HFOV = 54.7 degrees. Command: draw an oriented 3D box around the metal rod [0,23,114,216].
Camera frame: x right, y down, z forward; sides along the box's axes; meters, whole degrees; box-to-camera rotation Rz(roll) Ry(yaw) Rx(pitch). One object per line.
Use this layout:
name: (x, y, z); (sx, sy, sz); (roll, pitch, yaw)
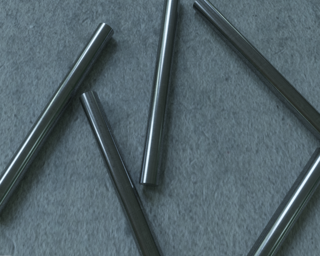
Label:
metal rod: (-0.143, -0.020, 0.413); (0.025, 0.025, 0.300); (24, 71, 8)

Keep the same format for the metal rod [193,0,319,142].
metal rod: (0.150, -0.081, 0.439); (0.025, 0.025, 0.300); (-35, 74, -12)

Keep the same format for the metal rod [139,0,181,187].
metal rod: (0.003, -0.069, 0.433); (0.025, 0.025, 0.299); (6, 70, 2)

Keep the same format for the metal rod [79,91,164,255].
metal rod: (-0.038, 0.085, 0.376); (0.025, 0.025, 0.299); (-22, 72, -8)

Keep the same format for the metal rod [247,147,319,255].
metal rod: (0.119, 0.143, 0.357); (0.025, 0.025, 0.301); (37, 74, 12)
